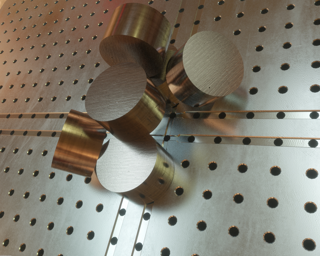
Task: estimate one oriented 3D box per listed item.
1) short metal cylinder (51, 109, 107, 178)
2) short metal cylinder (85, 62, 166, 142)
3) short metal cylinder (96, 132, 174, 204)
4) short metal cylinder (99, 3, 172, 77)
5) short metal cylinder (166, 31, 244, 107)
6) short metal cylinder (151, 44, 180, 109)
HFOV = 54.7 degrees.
[{"bbox_3d":[-0.104,0.021,0.408,0.050,0.080,0.080,18,64,-12],"label":"short metal cylinder"},{"bbox_3d":[-0.040,-0.031,0.367,0.080,0.050,0.080,-13,56,21],"label":"short metal cylinder"},{"bbox_3d":[-0.029,0.047,0.378,0.080,0.050,0.080,-13,57,21],"label":"short metal cylinder"},{"bbox_3d":[-0.029,-0.107,0.388,0.080,0.080,0.050,0,62,28],"label":"short metal cylinder"},{"bbox_3d":[0.054,-0.070,0.379,0.080,0.080,0.050,-66,15,-19],"label":"short metal cylinder"},{"bbox_3d":[-0.001,-0.073,0.437,0.080,0.050,0.080,-13,57,21],"label":"short metal cylinder"}]
